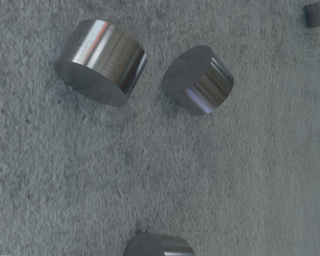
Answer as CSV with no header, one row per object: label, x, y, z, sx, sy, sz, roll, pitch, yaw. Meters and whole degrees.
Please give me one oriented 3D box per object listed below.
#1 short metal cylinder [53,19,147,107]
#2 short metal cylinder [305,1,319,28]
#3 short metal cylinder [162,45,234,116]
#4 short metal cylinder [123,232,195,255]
short metal cylinder,-0.060,-0.064,0.320,0.080,0.080,0.050,37,67,-34
short metal cylinder,0.367,-0.256,0.681,0.081,0.080,0.050,-27,107,-37
short metal cylinder,0.050,-0.063,0.413,0.050,0.080,0.080,40,66,-33
short metal cylinder,-0.002,0.169,0.369,0.050,0.080,0.080,23,76,-38
